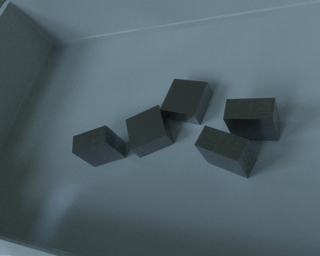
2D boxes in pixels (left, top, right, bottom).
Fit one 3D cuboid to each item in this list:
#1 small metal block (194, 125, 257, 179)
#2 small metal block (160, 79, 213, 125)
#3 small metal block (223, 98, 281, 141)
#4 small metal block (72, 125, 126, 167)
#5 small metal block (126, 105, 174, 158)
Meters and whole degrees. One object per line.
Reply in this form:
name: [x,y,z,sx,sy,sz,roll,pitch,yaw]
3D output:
small metal block: [0.072,0.026,0.335,0.050,0.050,0.025,20,73,35]
small metal block: [0.035,-0.035,0.408,0.050,0.025,0.050,12,67,32]
small metal block: [0.102,-0.009,0.341,0.050,0.050,0.025,1,62,28]
small metal block: [-0.080,0.026,0.414,0.050,0.050,0.025,-18,55,17]
small metal block: [-0.014,0.004,0.409,0.050,0.025,0.050,-24,53,13]
